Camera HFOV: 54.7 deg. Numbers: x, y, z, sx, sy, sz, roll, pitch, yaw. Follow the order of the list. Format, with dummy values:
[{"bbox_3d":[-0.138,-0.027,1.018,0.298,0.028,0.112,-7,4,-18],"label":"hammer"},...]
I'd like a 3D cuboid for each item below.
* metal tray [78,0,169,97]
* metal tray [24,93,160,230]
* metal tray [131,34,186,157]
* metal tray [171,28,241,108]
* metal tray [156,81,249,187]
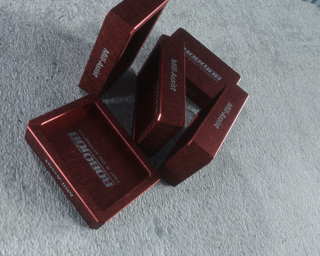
[{"bbox_3d":[-0.047,-0.101,0.376,0.030,0.129,0.090,38,51,-4],"label":"metal tray"},{"bbox_3d":[-0.073,0.032,0.344,0.091,0.030,0.130,-33,80,-38],"label":"metal tray"},{"bbox_3d":[-0.003,-0.040,0.387,0.030,0.090,0.130,16,55,-20],"label":"metal tray"},{"bbox_3d":[0.057,-0.091,0.490,0.130,0.030,0.090,39,51,-2],"label":"metal tray"},{"bbox_3d":[0.055,0.006,0.391,0.030,0.090,0.131,40,51,-2],"label":"metal tray"}]
